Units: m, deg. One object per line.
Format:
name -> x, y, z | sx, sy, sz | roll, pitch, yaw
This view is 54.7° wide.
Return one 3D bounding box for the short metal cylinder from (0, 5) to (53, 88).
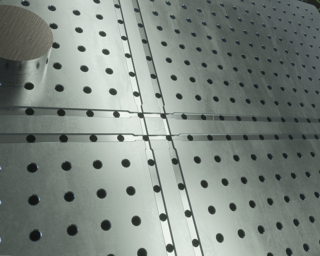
short metal cylinder -> -0.170, -0.094, 0.358 | 0.081, 0.050, 0.080 | 14, 56, -21
